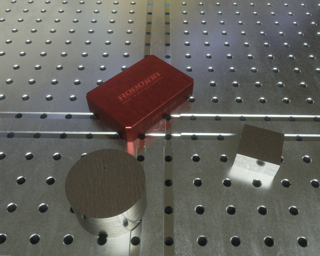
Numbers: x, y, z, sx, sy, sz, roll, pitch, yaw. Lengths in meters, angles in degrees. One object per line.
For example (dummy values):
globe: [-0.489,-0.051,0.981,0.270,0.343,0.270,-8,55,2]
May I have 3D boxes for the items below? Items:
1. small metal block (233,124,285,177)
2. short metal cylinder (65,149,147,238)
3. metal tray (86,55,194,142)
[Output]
small metal block: [0.124,0.027,0.387,0.050,0.025,0.050,16,52,12]
short metal cylinder: [-0.055,0.069,0.333,0.081,0.050,0.080,0,50,0]
metal tray: [-0.026,-0.048,0.444,0.090,0.030,0.131,37,59,26]
